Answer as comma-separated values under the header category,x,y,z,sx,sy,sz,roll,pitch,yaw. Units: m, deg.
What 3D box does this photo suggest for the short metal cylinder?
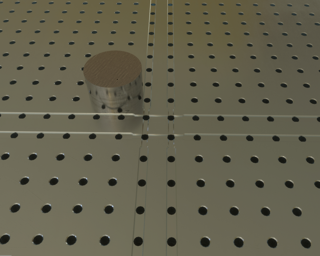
category,x,y,z,sx,sy,sz,roll,pitch,yaw
short metal cylinder,-0.065,-0.067,0.448,0.080,0.050,0.080,0,50,0
